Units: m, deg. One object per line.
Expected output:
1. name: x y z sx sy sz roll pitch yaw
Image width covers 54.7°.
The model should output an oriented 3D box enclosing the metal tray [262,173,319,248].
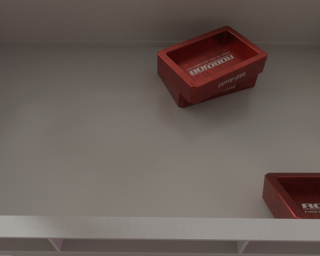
1. metal tray: 0.181 0.078 0.309 0.131 0.030 0.090 0 18 0

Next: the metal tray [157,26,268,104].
1. metal tray: 0.073 -0.094 0.441 0.131 0.030 0.090 -26 55 -20

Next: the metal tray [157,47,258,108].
1. metal tray: 0.072 -0.087 0.475 0.131 0.030 0.090 -17 52 -14
